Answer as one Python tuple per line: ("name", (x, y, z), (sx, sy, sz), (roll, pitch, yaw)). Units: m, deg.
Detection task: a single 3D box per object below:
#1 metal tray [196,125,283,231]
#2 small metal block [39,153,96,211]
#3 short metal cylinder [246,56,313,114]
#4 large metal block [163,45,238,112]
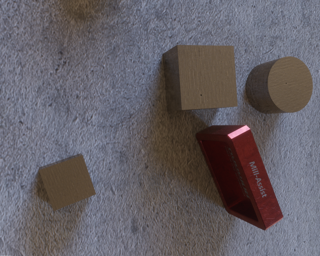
("metal tray", (0.102, 0.061, 0.412), (0.030, 0.090, 0.129), (-26, 99, -18))
("small metal block", (-0.110, 0.063, 0.369), (0.050, 0.025, 0.050), (-19, 97, -19))
("short metal cylinder", (0.177, -0.062, 0.461), (0.081, 0.050, 0.080), (0, 90, -20))
("large metal block", (0.053, -0.065, 0.415), (0.081, 0.050, 0.079), (-5, 92, -20))
